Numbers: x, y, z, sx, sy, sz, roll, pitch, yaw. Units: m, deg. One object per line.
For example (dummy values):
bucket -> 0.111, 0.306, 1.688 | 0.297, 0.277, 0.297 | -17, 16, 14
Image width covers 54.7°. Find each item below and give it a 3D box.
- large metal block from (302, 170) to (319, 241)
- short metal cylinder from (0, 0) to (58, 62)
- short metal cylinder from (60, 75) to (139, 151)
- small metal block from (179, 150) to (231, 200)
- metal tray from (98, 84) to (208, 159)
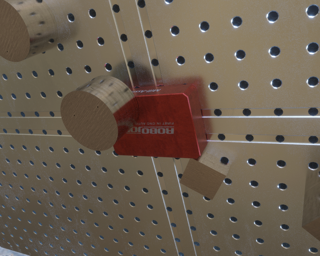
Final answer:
large metal block -> 0.202, 0.090, 0.325 | 0.080, 0.080, 0.050 | 39, 129, 2
short metal cylinder -> -0.185, -0.134, 0.410 | 0.080, 0.050, 0.079 | 13, 124, 21
short metal cylinder -> -0.074, -0.019, 0.383 | 0.080, 0.050, 0.079 | 13, 124, 21
small metal block -> 0.060, 0.062, 0.418 | 0.050, 0.025, 0.050 | 27, 128, 11
metal tray -> -0.010, -0.007, 0.409 | 0.130, 0.030, 0.089 | 0, 118, 28
